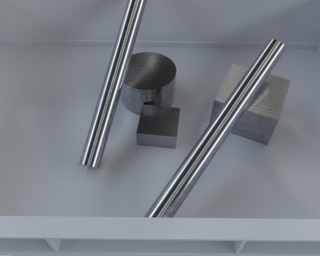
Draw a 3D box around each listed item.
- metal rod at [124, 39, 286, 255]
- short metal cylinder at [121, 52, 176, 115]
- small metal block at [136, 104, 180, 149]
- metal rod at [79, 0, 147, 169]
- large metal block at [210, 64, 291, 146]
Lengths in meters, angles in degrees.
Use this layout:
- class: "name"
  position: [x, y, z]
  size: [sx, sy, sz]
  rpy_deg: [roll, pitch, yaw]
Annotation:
- class: "metal rod"
  position: [0.062, 0.009, 0.351]
  size: [0.025, 0.025, 0.300]
  rpy_deg: [30, 70, 22]
- class: "short metal cylinder"
  position: [-0.018, -0.064, 0.442]
  size: [0.081, 0.050, 0.080]
  rpy_deg: [0, 50, 0]
- class: "small metal block"
  position: [-0.001, -0.002, 0.407]
  size: [0.050, 0.025, 0.050]
  rpy_deg: [6, 50, 4]
- class: "metal rod"
  position: [-0.050, -0.095, 0.405]
  size: [0.025, 0.025, 0.299]
  rpy_deg: [11, 76, 9]
- class: "large metal block"
  position: [0.121, -0.034, 0.419]
  size: [0.080, 0.050, 0.080]
  rpy_deg: [20, 53, 16]
